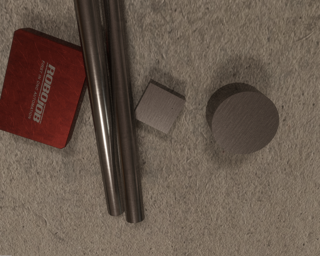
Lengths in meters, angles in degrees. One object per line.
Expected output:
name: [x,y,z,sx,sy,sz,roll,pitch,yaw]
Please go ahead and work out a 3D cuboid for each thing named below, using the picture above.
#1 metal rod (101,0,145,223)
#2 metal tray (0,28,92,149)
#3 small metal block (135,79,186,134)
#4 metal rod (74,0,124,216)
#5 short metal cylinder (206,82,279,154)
metal rod: [-0.045,-0.025,0.378,0.025,0.025,0.298,-5,102,1]
metal tray: [-0.143,-0.047,0.388,0.091,0.030,0.129,19,109,-8]
small metal block: [-0.001,-0.028,0.400,0.050,0.025,0.050,27,108,-10]
metal rod: [-0.070,-0.011,0.384,0.025,0.025,0.298,-3,118,0]
short metal cylinder: [0.102,-0.013,0.393,0.081,0.050,0.079,0,110,-1]
